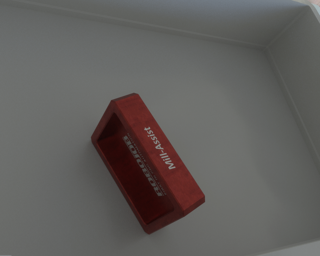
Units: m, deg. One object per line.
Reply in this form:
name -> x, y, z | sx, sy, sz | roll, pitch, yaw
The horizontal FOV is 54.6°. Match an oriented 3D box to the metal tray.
metal tray -> -0.019, 0.040, 0.328 | 0.030, 0.090, 0.130 | -24, 75, -36
